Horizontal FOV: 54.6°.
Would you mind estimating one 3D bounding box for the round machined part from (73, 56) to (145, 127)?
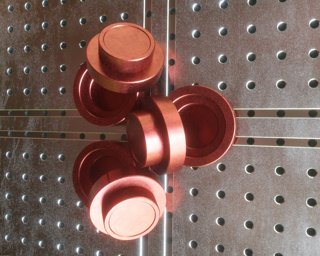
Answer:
[{"bbox_3d":[-0.066,-0.050,0.426,0.098,0.042,0.097,0,90,20],"label":"round machined part"}]

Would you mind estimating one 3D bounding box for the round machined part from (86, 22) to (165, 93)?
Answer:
[{"bbox_3d":[-0.042,-0.094,0.390,0.099,0.042,0.098,5,56,-8],"label":"round machined part"}]

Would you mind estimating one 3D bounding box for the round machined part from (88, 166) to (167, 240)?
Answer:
[{"bbox_3d":[-0.038,0.100,0.387,0.099,0.042,0.097,-8,119,-14],"label":"round machined part"}]

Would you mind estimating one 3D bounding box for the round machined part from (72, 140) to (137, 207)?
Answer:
[{"bbox_3d":[-0.067,0.065,0.427,0.098,0.042,0.097,0,90,20],"label":"round machined part"}]

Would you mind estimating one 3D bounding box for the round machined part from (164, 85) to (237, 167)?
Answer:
[{"bbox_3d":[0.047,-0.003,0.387,0.098,0.042,0.097,0,90,20],"label":"round machined part"}]

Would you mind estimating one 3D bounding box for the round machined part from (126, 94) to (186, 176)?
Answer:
[{"bbox_3d":[-0.011,0.010,0.376,0.042,0.098,0.098,-11,85,-22],"label":"round machined part"}]
